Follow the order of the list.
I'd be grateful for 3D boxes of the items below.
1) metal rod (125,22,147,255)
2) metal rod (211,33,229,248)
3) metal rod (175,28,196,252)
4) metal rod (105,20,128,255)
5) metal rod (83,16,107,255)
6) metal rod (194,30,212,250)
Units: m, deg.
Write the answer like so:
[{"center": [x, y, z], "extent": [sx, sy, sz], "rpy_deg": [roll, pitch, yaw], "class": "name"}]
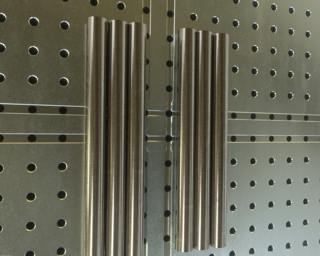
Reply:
[{"center": [-0.032, 0.017, 0.400], "extent": [0.025, 0.025, 0.298], "rpy_deg": [1, 90, -20], "class": "metal rod"}, {"center": [0.084, 0.017, 0.443], "extent": [0.025, 0.025, 0.298], "rpy_deg": [1, 90, -20], "class": "metal rod"}, {"center": [0.035, 0.016, 0.425], "extent": [0.025, 0.025, 0.298], "rpy_deg": [1, 90, -20], "class": "metal rod"}, {"center": [-0.055, 0.017, 0.391], "extent": [0.025, 0.025, 0.298], "rpy_deg": [1, 90, -20], "class": "metal rod"}, {"center": [-0.080, 0.016, 0.382], "extent": [0.025, 0.025, 0.298], "rpy_deg": [1, 90, -20], "class": "metal rod"}, {"center": [0.059, 0.017, 0.433], "extent": [0.025, 0.025, 0.298], "rpy_deg": [1, 90, -20], "class": "metal rod"}]
